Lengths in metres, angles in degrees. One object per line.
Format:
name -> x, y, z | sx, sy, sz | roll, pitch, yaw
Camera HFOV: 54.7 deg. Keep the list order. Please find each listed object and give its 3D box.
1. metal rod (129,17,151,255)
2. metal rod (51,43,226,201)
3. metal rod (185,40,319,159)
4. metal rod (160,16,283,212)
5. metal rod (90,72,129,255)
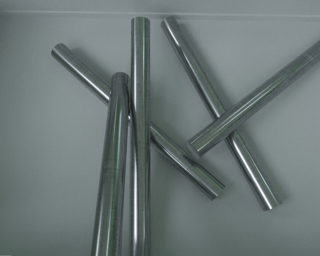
metal rod -> -0.024, 0.006, 0.382 | 0.025, 0.025, 0.298 | 0, 79, -1
metal rod -> -0.037, -0.016, 0.414 | 0.300, 0.025, 0.025 | 41, 75, 13
metal rod -> 0.154, -0.056, 0.414 | 0.302, 0.025, 0.025 | -36, 74, -19
metal rod -> 0.075, -0.032, 0.422 | 0.025, 0.025, 0.299 | -23, 72, -9
metal rod -> -0.047, 0.044, 0.312 | 0.025, 0.025, 0.300 | -2, 47, -1
